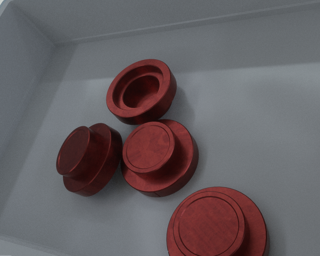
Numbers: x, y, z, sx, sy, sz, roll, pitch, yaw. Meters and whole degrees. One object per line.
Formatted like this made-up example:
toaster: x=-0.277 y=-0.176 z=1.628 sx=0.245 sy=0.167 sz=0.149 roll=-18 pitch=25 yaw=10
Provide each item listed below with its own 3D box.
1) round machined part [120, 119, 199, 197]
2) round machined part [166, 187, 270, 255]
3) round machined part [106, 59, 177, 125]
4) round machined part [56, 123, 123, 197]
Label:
round machined part: x=-0.006 y=0.031 z=0.378 sx=0.098 sy=0.042 sz=0.098 roll=-13 pitch=56 yaw=20
round machined part: x=0.051 y=0.101 z=0.298 sx=0.098 sy=0.042 sz=0.098 roll=-14 pitch=49 yaw=17
round machined part: x=-0.022 y=-0.045 z=0.430 sx=0.098 sy=0.042 sz=0.098 roll=-14 pitch=53 yaw=20
round machined part: x=-0.098 y=0.036 z=0.405 sx=0.098 sy=0.042 sz=0.098 roll=-27 pitch=46 yaw=32
